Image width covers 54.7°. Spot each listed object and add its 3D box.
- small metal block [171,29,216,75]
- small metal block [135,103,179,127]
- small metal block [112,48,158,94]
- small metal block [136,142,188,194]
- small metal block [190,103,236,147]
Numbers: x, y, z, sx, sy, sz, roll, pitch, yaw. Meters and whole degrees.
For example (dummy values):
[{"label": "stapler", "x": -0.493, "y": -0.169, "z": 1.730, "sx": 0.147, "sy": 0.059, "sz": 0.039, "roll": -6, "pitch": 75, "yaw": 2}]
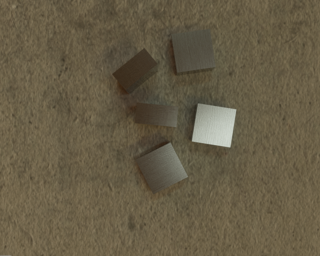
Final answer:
[{"label": "small metal block", "x": 0.043, "y": -0.100, "z": 0.411, "sx": 0.050, "sy": 0.025, "sz": 0.050, "roll": -8, "pitch": 90, "yaw": -1}, {"label": "small metal block", "x": -0.004, "y": -0.016, "z": 0.397, "sx": 0.050, "sy": 0.050, "sz": 0.025, "roll": 6, "pitch": 90, "yaw": -1}, {"label": "small metal block", "x": -0.030, "y": -0.071, "z": 0.397, "sx": 0.050, "sy": 0.050, "sz": 0.025, "roll": -39, "pitch": 90, "yaw": 0}, {"label": "small metal block", "x": 0.002, "y": 0.052, "z": 0.410, "sx": 0.050, "sy": 0.025, "sz": 0.050, "roll": -27, "pitch": 90, "yaw": -1}, {"label": "small metal block", "x": 0.070, "y": -0.003, "z": 0.411, "sx": 0.050, "sy": 0.025, "sz": 0.050, "roll": 9, "pitch": 90, "yaw": -1}]
